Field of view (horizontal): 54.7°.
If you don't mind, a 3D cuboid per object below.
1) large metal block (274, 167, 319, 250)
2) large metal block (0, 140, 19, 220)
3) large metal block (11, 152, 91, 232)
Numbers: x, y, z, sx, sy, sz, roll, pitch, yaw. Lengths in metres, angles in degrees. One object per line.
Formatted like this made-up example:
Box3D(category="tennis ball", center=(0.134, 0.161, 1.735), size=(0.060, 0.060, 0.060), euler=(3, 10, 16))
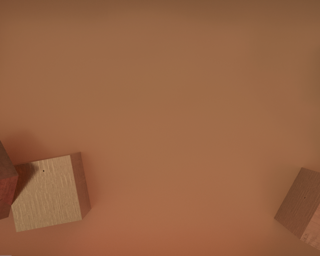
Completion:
Box3D(category="large metal block", center=(0.197, 0.101, 0.385), size=(0.050, 0.080, 0.080), euler=(29, 90, 0))
Box3D(category="large metal block", center=(-0.214, 0.059, 0.364), size=(0.080, 0.050, 0.079), euler=(48, 127, 27))
Box3D(category="large metal block", center=(-0.141, 0.079, 0.398), size=(0.080, 0.050, 0.080), euler=(-11, 90, 0))
